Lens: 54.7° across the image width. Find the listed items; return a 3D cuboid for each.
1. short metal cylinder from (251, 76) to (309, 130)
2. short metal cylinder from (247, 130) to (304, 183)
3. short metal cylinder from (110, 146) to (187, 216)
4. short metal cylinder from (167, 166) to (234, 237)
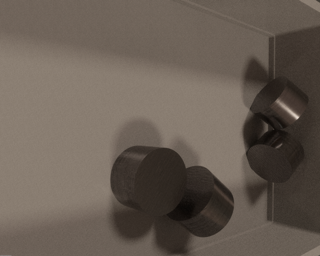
[{"bbox_3d":[0.207,-0.043,0.540,0.050,0.080,0.080,37,66,-11],"label":"short metal cylinder"},{"bbox_3d":[0.203,0.049,0.544,0.050,0.080,0.080,-37,113,-34],"label":"short metal cylinder"},{"bbox_3d":[-0.013,0.063,0.381,0.081,0.050,0.079,0,90,-40],"label":"short metal cylinder"},{"bbox_3d":[0.051,0.098,0.416,0.050,0.080,0.080,44,63,-32],"label":"short metal cylinder"}]
